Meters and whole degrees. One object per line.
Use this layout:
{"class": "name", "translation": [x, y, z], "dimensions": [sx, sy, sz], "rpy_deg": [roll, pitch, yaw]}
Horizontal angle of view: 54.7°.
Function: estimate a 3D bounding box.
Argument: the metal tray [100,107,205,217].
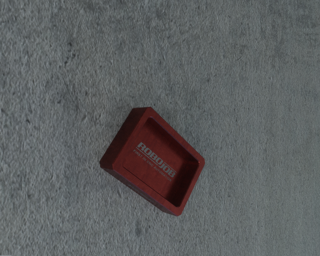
{"class": "metal tray", "translation": [-0.003, 0.045, 0.402], "dimensions": [0.130, 0.030, 0.090], "rpy_deg": [43, 64, -32]}
